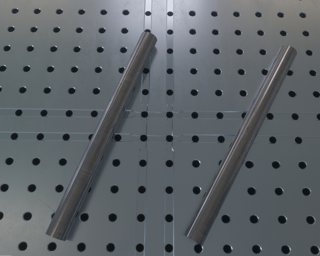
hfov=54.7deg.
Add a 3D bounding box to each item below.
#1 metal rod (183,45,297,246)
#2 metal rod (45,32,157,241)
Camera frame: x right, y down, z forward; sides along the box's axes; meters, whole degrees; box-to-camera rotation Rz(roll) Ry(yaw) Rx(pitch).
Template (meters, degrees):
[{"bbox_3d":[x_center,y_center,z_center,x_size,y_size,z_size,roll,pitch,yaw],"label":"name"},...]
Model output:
[{"bbox_3d":[0.113,0.010,0.408,0.025,0.025,0.300,28,72,10],"label":"metal rod"},{"bbox_3d":[-0.069,-0.003,0.412,0.025,0.025,0.300,20,71,7],"label":"metal rod"}]
